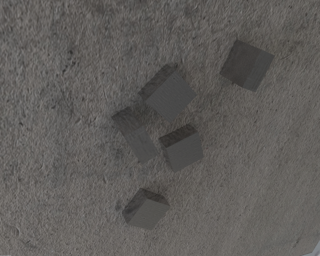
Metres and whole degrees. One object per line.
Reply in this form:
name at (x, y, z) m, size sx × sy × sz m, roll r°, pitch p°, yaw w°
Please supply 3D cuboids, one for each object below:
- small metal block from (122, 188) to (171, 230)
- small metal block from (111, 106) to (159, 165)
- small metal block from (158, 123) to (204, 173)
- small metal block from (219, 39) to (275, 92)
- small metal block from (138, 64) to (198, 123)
small metal block at (-0.021, 0.124, 0.472) m, size 0.050 × 0.025 × 0.050 m, roll 29°, pitch 102°, yaw -38°
small metal block at (-0.031, 0.009, 0.379) m, size 0.025 × 0.050 × 0.050 m, roll -33°, pitch 129°, yaw -7°
small metal block at (0.031, 0.029, 0.442) m, size 0.050 × 0.025 × 0.050 m, roll -26°, pitch 128°, yaw -12°
small metal block at (0.111, -0.081, 0.401) m, size 0.025 × 0.050 × 0.050 m, roll 11°, pitch 113°, yaw -33°
small metal block at (0.010, -0.042, 0.386) m, size 0.050 × 0.025 × 0.050 m, roll -46°, pitch 129°, yaw 4°
